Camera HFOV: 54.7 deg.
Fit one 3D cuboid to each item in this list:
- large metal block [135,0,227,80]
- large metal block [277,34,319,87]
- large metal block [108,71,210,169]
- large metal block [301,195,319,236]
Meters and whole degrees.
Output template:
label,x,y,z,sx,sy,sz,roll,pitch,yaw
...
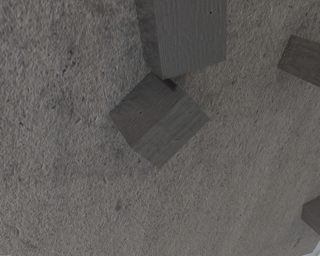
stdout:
label,x,y,z,sx,sy,sz,roll,pitch,yaw
large metal block,0.024,-0.108,0.337,0.081,0.050,0.079,-20,126,-17
large metal block,0.232,-0.091,0.441,0.081,0.080,0.050,3,117,-30
large metal block,-0.004,-0.014,0.361,0.080,0.080,0.050,-45,129,3
large metal block,0.385,0.201,0.706,0.081,0.080,0.050,-22,127,-15
